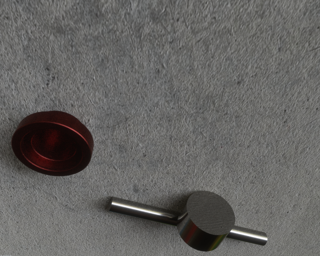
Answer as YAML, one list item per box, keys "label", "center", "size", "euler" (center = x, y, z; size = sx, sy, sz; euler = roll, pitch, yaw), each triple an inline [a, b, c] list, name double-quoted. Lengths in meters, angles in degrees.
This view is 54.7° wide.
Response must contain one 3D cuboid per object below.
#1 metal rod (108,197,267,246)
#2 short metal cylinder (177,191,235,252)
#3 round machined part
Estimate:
- label: "metal rod"
  center: [0.057, 0.168, 0.551]
  size: [0.302, 0.025, 0.025]
  euler: [17, 128, -15]
- label: "short metal cylinder"
  center: [0.073, 0.149, 0.499]
  size: [0.081, 0.080, 0.050]
  euler: [12, 129, -10]
- label: "round machined part"
  center: [-0.137, 0.016, 0.408]
  size: [0.099, 0.042, 0.097]
  euler: [-1, 130, 0]
